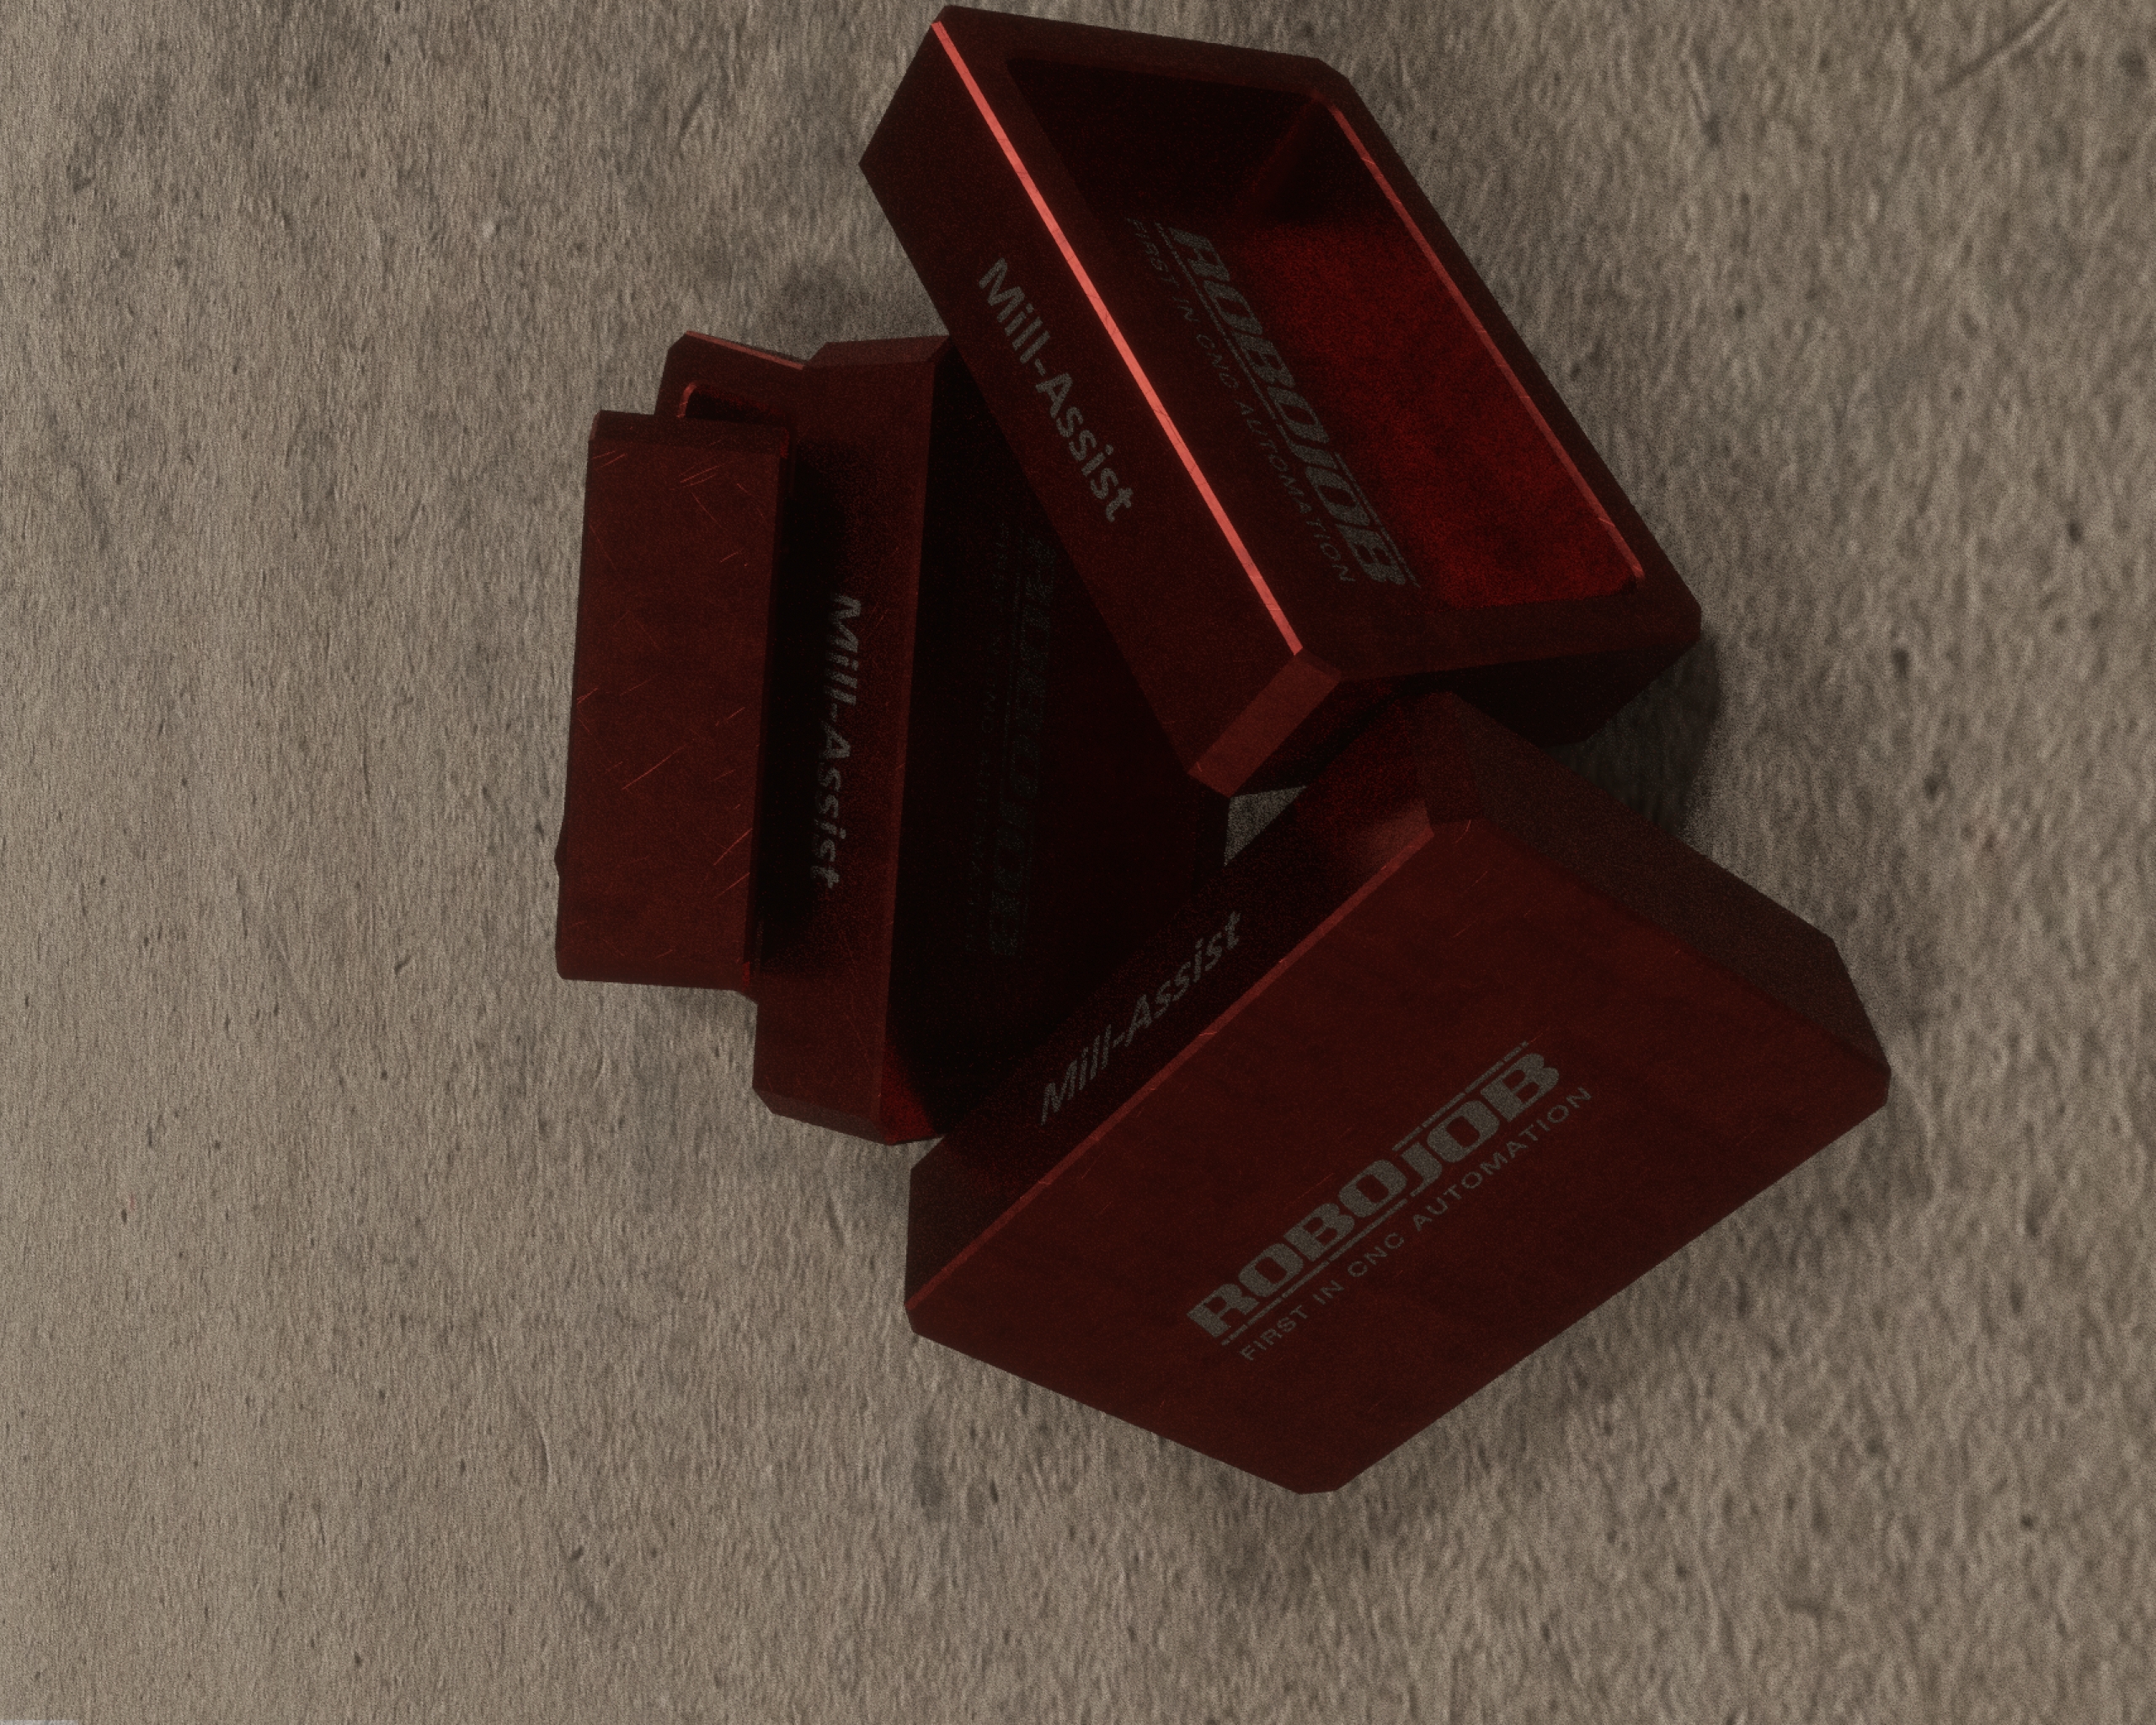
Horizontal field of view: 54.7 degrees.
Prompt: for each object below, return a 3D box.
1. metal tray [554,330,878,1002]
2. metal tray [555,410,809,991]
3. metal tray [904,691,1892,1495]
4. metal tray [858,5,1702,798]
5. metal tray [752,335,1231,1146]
[{"bbox_3d":[-0.063,-0.041,0.453,0.090,0.030,0.129,25,106,36],"label":"metal tray"},{"bbox_3d":[-0.070,-0.030,0.388,0.130,0.030,0.089,-140,54,-83],"label":"metal tray"},{"bbox_3d":[0.045,0.043,0.325,0.129,0.090,0.030,-46,28,30],"label":"metal tray"},{"bbox_3d":[0.032,-0.076,0.333,0.030,0.091,0.130,-49,60,45],"label":"metal tray"},{"bbox_3d":[-0.010,-0.021,0.371,0.030,0.091,0.129,8,96,39],"label":"metal tray"}]
